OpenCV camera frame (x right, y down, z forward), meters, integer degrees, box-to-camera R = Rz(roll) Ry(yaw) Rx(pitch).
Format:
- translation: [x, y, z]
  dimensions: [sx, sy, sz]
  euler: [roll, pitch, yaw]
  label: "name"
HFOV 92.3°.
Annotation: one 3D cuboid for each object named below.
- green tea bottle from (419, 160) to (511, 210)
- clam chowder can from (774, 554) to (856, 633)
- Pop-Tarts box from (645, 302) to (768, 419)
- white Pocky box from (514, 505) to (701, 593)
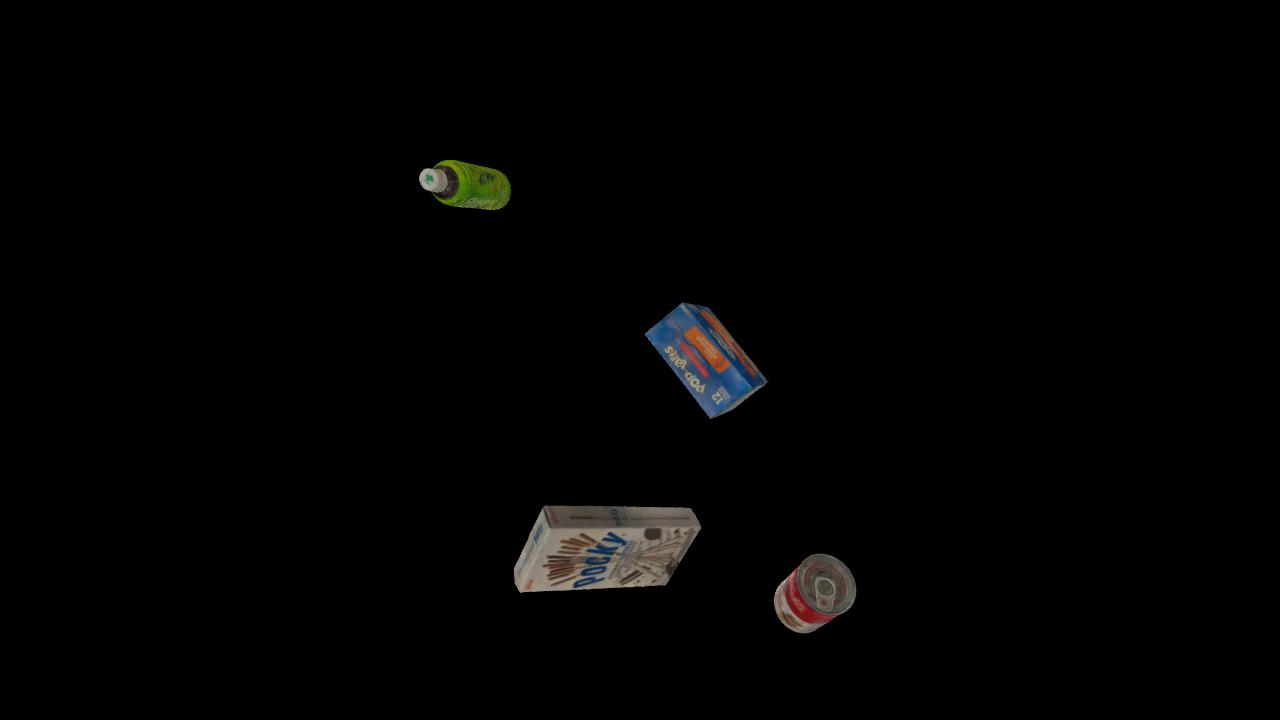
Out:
- translation: [-0.276, -0.274, 0.965]
  dimensions: [0.073, 0.073, 0.212]
  euler: [0, 12, 15]
  label: "green tea bottle"
- translation: [0.203, 0.278, 0.726]
  dimensions: [0.068, 0.068, 0.102]
  euler: [0, -35, -6]
  label: "clam chowder can"
- translation: [0.110, -0.002, 0.976]
  dimensions: [0.083, 0.167, 0.141]
  euler: [-42, -14, 18]
  label: "Pop-Tarts box"
- translation: [-0.027, 0.168, 0.551]
  dimensions: [0.154, 0.084, 0.028]
  euler: [9, 30, -31]
  label: "white Pocky box"
